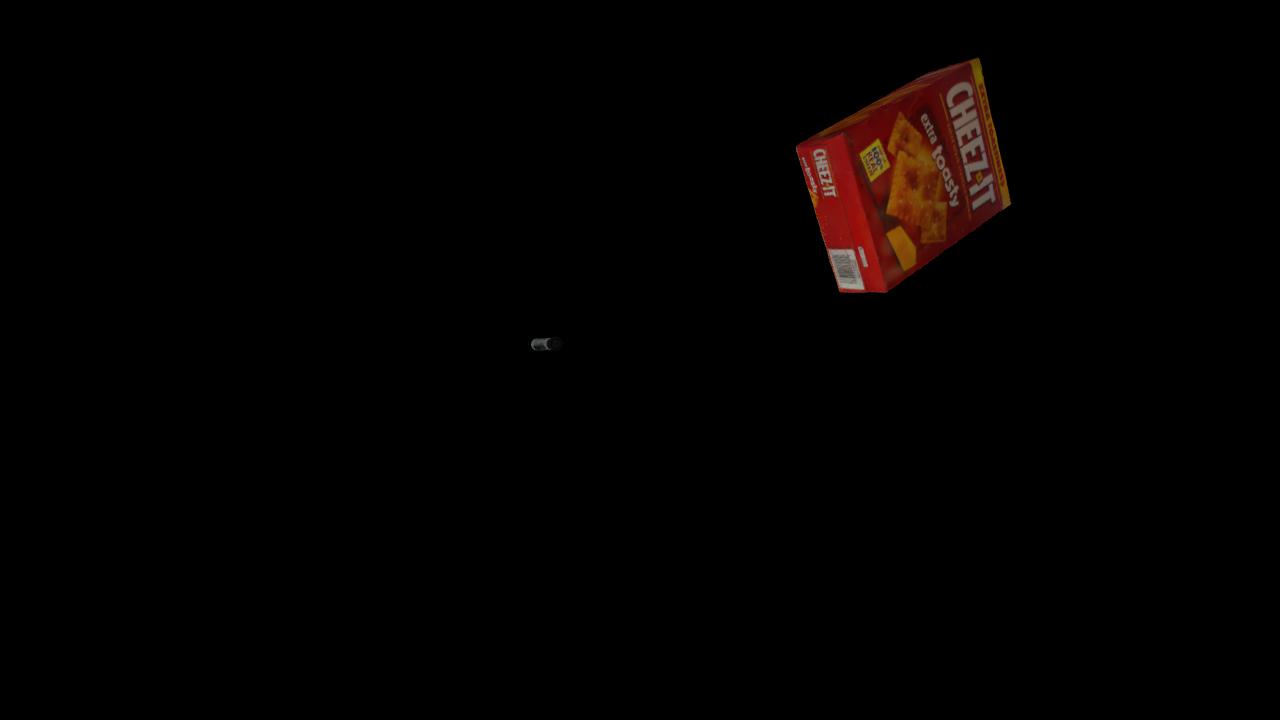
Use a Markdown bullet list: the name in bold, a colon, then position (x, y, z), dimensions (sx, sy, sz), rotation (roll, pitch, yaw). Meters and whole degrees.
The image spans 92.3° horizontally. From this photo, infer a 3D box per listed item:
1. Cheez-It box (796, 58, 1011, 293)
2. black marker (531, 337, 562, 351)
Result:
- **Cheez-It box**: position (0.282, -0.191, 0.643), dimensions (0.223, 0.166, 0.071), rotation (-32, 21, -22)
- **black marker**: position (-0.138, -0.023, 0.903), dimensions (0.020, 0.020, 0.121), rotation (0, 1, -23)
